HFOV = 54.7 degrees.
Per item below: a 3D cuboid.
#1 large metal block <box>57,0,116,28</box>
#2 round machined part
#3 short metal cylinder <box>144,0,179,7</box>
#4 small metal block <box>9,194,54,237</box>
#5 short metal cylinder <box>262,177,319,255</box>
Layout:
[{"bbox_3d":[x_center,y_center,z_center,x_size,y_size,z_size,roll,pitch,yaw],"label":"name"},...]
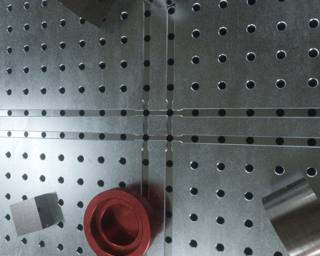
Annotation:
[{"bbox_3d":[-0.106,-0.204,0.437,0.080,0.050,0.080,39,102,15],"label":"large metal block"},{"bbox_3d":[-0.050,0.129,0.421,0.098,0.042,0.097,0,90,20],"label":"round machined part"},{"bbox_3d":[-0.003,-0.205,0.400,0.080,0.050,0.079,0,90,20],"label":"short metal cylinder"},{"bbox_3d":[-0.200,0.136,0.483,0.050,0.025,0.050,-20,83,18],"label":"small metal block"},{"bbox_3d":[0.153,0.100,0.329,0.050,0.080,0.080,-33,80,17],"label":"short metal cylinder"}]
